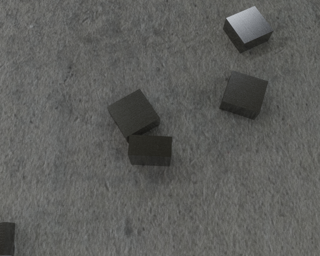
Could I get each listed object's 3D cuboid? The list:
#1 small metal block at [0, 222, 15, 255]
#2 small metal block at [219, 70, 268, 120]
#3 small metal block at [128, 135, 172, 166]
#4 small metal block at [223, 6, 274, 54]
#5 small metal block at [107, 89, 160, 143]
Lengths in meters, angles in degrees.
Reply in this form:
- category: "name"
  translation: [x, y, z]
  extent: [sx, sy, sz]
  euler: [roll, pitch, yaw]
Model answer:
- category: "small metal block"
  translation: [-0.198, 0.137, 0.356]
  extent: [0.050, 0.025, 0.050]
  euler: [-6, 70, -3]
- category: "small metal block"
  translation: [0.115, -0.045, 0.426]
  extent: [0.050, 0.025, 0.050]
  euler: [19, 71, 6]
- category: "small metal block"
  translation: [-0.012, 0.029, 0.384]
  extent: [0.050, 0.050, 0.025]
  euler: [3, 70, 1]
- category: "small metal block"
  translation: [0.131, -0.147, 0.464]
  extent: [0.050, 0.025, 0.050]
  euler: [-26, 72, -9]
- category: "small metal block"
  translation: [-0.035, -0.016, 0.414]
  extent: [0.050, 0.025, 0.050]
  euler: [-31, 73, -11]
